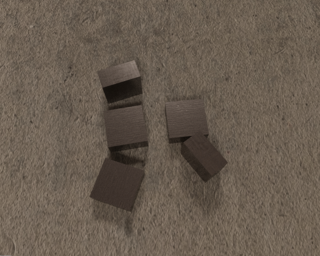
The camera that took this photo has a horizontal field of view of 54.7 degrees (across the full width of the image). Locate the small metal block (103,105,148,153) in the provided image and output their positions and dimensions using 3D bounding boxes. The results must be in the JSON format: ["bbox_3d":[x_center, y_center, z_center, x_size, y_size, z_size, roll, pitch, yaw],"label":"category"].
[{"bbox_3d":[-0.044,0.001,0.407,0.050,0.025,0.050,-9,70,-4],"label":"small metal block"}]

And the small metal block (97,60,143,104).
[{"bbox_3d":[-0.052,-0.061,0.416,0.050,0.050,0.025,-18,71,-7],"label":"small metal block"}]

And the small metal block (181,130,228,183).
[{"bbox_3d":[0.053,0.037,0.382,0.025,0.050,0.050,-36,74,-12],"label":"small metal block"}]

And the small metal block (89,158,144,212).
[{"bbox_3d":[-0.051,0.070,0.382,0.050,0.025,0.050,17,71,6],"label":"small metal block"}]

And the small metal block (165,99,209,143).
[{"bbox_3d":[0.034,-0.009,0.412,0.050,0.025,0.050,-6,70,-3],"label":"small metal block"}]
